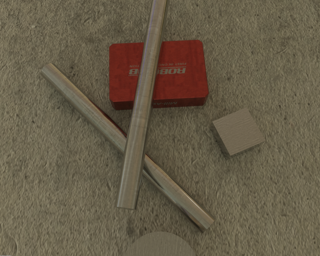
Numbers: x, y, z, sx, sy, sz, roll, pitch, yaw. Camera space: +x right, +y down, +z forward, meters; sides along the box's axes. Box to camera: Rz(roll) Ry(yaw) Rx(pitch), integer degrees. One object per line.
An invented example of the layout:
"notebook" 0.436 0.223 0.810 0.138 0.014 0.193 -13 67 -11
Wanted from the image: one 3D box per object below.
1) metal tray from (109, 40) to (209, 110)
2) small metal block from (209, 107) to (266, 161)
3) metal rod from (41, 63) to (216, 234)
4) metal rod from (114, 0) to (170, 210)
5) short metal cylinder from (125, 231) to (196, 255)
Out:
"metal tray" -0.003 -0.075 0.433 0.131 0.030 0.090 -3 70 -2
"small metal block" 0.100 0.008 0.406 0.050 0.025 0.050 -22 72 -8
"metal rod" -0.050 0.017 0.401 0.300 0.025 0.025 43 75 14
"metal rod" -0.018 -0.050 0.393 0.025 0.025 0.299 7 70 2
"short metal cylinder" 0.000 0.155 0.338 0.081 0.050 0.080 0 70 0
